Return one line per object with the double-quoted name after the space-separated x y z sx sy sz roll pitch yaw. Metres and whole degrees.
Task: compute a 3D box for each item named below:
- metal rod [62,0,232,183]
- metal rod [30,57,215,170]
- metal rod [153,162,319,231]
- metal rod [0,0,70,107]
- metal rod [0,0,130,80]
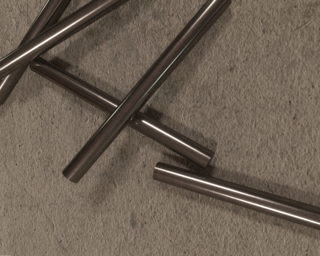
-0.019 -0.049 0.393 0.025 0.025 0.299 42 95 15 "metal rod"
-0.063 -0.028 0.430 0.301 0.025 0.025 29 99 17 "metal rod"
0.134 0.091 0.361 0.301 0.025 0.025 14 95 19 "metal rod"
-0.180 -0.154 0.470 0.025 0.025 0.299 42 103 15 "metal rod"
-0.115 -0.150 0.433 0.300 0.025 0.025 -27 81 12 "metal rod"
